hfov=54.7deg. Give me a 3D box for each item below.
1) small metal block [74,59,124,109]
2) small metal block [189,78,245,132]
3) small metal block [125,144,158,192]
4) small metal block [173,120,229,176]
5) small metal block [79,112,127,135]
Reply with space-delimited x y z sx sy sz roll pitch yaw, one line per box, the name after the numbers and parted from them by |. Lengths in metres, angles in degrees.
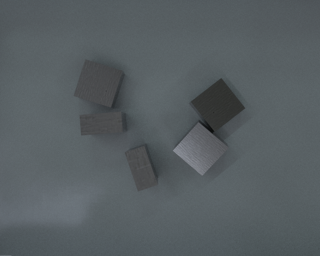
-0.080 -0.057 0.411 0.050 0.025 0.050 18 90 0 | small metal block
0.075 -0.030 0.412 0.050 0.025 0.050 -38 90 -1 | small metal block
-0.023 0.049 0.399 0.025 0.050 0.050 -19 90 0 | small metal block
0.053 0.025 0.407 0.050 0.025 0.050 41 102 0 | small metal block
-0.071 -0.006 0.398 0.050 0.050 0.025 -5 90 0 | small metal block
